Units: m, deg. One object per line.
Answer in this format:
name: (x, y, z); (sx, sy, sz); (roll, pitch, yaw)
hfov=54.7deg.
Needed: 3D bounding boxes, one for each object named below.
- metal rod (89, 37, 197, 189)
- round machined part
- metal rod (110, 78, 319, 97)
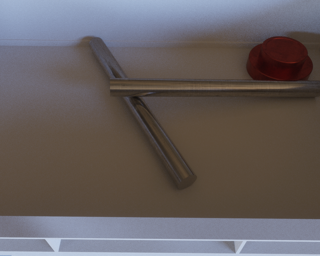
metal rod: (-0.038, -0.040, 0.438); (0.025, 0.025, 0.300); (-22, 54, -18)
round machined part: (0.190, -0.108, 0.487); (0.099, 0.042, 0.098); (0, 50, 0)
metal rod: (0.083, -0.056, 0.434); (0.302, 0.025, 0.025); (-1, 50, -9)
